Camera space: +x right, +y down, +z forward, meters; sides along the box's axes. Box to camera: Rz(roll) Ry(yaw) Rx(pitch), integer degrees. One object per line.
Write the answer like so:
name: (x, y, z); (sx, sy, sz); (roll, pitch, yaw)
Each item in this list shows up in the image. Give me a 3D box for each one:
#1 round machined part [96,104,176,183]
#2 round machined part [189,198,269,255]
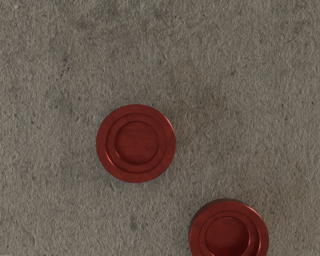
round machined part: (-0.029, 0.019, 0.401); (0.099, 0.042, 0.097); (0, 90, 0)
round machined part: (0.086, 0.140, 0.402); (0.099, 0.042, 0.097); (0, 90, 0)
